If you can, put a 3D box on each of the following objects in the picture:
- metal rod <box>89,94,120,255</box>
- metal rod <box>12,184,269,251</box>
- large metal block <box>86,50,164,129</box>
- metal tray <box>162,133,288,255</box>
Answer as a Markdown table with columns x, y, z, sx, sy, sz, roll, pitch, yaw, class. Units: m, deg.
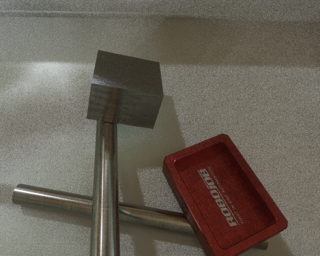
| x | y | z | sx | sy | sz | roll | pitch | yaw | class |
| --- | --- | --- | --- | --- | --- | --- | --- | --- | --- |
| -0.055 | 0.056 | 0.313 | 0.025 | 0.025 | 0.300 | -7 | 41 | -3 | metal rod |
| -0.025 | 0.105 | 0.370 | 0.302 | 0.025 | 0.025 | 10 | 70 | 3 | metal rod |
| -0.043 | -0.049 | 0.387 | 0.081 | 0.050 | 0.080 | 9 | 38 | -12 | large metal block |
| 0.070 | 0.077 | 0.360 | 0.091 | 0.030 | 0.130 | -21 | 61 | -16 | metal tray |
